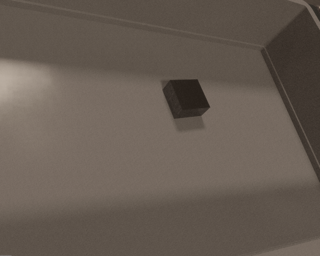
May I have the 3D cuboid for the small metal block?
[{"bbox_3d":[0.038,-0.043,0.455,0.050,0.025,0.050,-7,65,-32],"label":"small metal block"}]
